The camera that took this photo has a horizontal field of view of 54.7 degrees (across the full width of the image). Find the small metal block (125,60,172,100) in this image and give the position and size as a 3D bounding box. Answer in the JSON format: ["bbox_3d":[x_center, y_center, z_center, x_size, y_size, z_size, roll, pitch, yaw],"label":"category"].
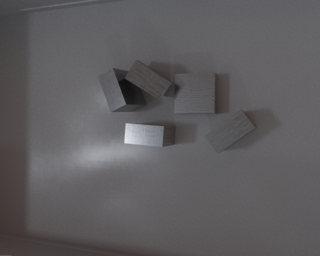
[{"bbox_3d":[-0.014,-0.062,0.393,0.050,0.050,0.025,31,101,-7],"label":"small metal block"}]

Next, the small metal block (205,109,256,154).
[{"bbox_3d":[0.085,0.004,0.367,0.050,0.050,0.025,-38,78,16],"label":"small metal block"}]

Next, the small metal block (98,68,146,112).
[{"bbox_3d":[-0.050,-0.049,0.412,0.025,0.050,0.050,-24,82,25],"label":"small metal block"}]

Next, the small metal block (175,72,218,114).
[{"bbox_3d":[0.047,-0.043,0.394,0.050,0.025,0.050,1,90,19],"label":"small metal block"}]

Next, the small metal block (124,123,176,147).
[{"bbox_3d":[-0.011,0.008,0.400,0.050,0.050,0.025,5,92,19],"label":"small metal block"}]
